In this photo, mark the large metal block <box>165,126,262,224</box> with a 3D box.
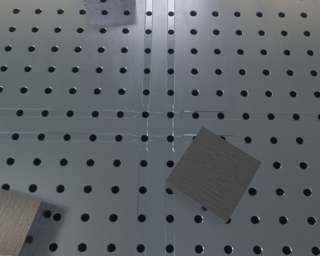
[{"bbox_3d":[0.062,0.058,0.378,0.080,0.050,0.080,32,73,11],"label":"large metal block"}]

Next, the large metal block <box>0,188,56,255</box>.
[{"bbox_3d":[-0.181,0.114,0.356,0.080,0.050,0.080,15,71,5],"label":"large metal block"}]

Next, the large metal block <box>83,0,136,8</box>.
[{"bbox_3d":[-0.085,-0.242,0.487,0.080,0.050,0.080,-8,70,-3],"label":"large metal block"}]
